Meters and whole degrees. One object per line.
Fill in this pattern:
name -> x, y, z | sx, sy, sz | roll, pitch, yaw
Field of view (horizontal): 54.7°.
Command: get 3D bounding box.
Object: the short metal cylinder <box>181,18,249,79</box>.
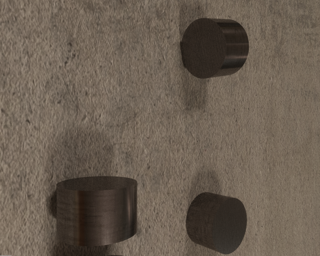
short metal cylinder -> 0.076, -0.112, 0.435 | 0.050, 0.080, 0.079 | -15, 100, -39

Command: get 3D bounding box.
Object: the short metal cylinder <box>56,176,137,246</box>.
short metal cylinder -> -0.064, 0.081, 0.317 | 0.081, 0.080, 0.050 | 0, 91, -40

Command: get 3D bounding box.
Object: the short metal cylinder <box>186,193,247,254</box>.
short metal cylinder -> 0.085, 0.140, 0.463 | 0.081, 0.050, 0.079 | 0, 90, -40
